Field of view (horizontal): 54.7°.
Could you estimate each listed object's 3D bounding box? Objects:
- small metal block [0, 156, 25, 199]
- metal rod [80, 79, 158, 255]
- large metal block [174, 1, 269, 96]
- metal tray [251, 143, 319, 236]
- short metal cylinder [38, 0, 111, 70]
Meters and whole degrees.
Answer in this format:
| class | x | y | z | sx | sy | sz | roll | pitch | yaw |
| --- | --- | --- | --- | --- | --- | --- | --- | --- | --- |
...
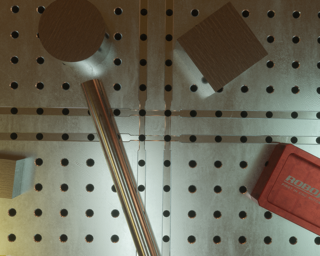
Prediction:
| class | x | y | z | sx | sy | sz | roll | pitch | yaw |
| --- | --- | --- | --- | --- | --- | --- | --- | --- | --- |
| small metal block | -0.213 | 0.064 | 0.411 | 0.050 | 0.025 | 0.050 | 7 | 90 | -1 |
| metal rod | -0.046 | 0.081 | 0.412 | 0.025 | 0.025 | 0.298 | -19 | 90 | 0 |
| large metal block | 0.076 | -0.099 | 0.402 | 0.080 | 0.050 | 0.080 | -36 | 90 | 0 |
| metal tray | 0.202 | 0.087 | 0.413 | 0.131 | 0.030 | 0.090 | 27 | 90 | -1 |
| short metal cylinder | -0.107 | -0.120 | 0.399 | 0.081 | 0.050 | 0.079 | 0 | 90 | -1 |
